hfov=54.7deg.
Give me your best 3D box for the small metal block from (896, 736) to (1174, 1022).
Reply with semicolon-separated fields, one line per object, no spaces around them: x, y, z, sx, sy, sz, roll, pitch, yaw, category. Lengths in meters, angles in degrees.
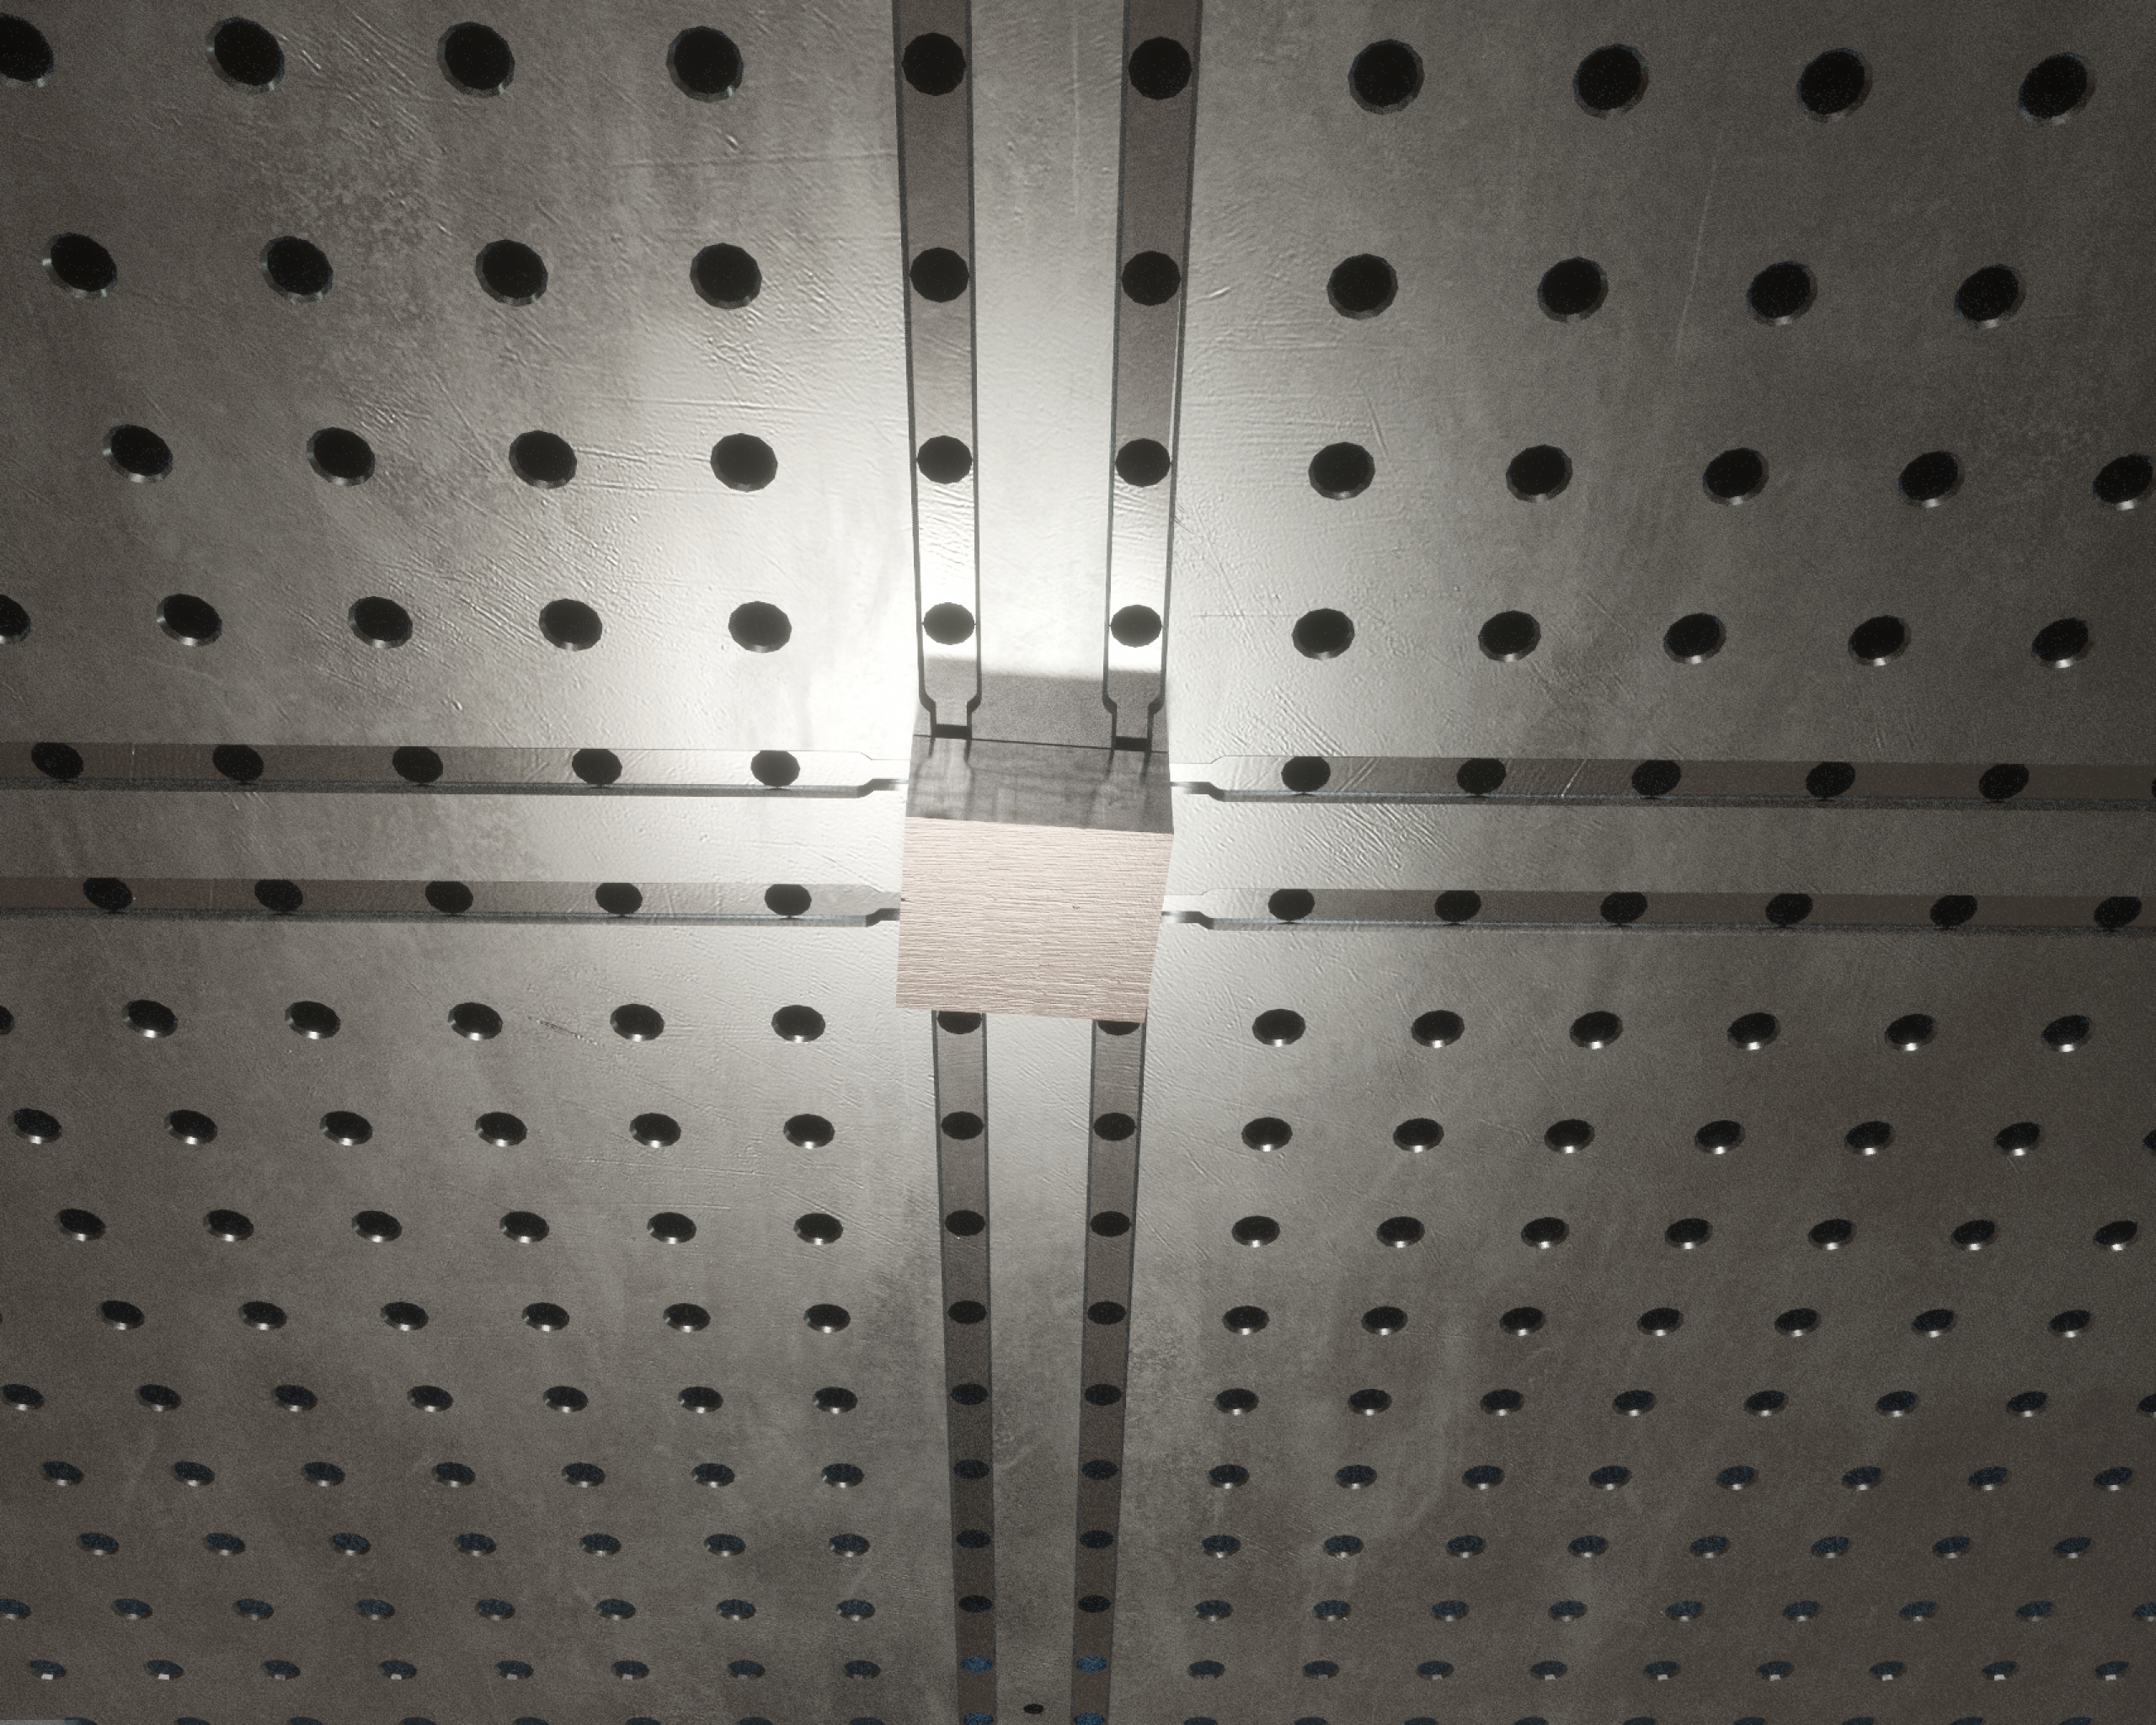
-0.009;0.004;0.414;0.050;0.025;0.050;4;130;-4;small metal block
